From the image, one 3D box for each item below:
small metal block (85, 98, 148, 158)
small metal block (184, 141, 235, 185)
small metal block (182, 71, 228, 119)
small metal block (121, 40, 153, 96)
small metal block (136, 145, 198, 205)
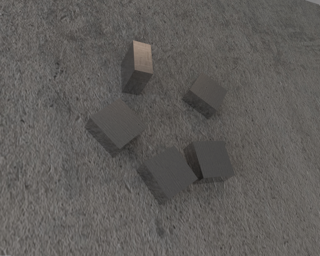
[{"bbox_3d":[-0.053,-0.001,0.376,0.050,0.025,0.050,46,51,4],"label":"small metal block"},{"bbox_3d":[0.065,0.045,0.411,0.050,0.025,0.050,0,62,-28],"label":"small metal block"},{"bbox_3d":[0.069,-0.050,0.471,0.050,0.025,0.050,37,51,-4],"label":"small metal block"},{"bbox_3d":[-0.032,-0.080,0.419,0.025,0.050,0.050,9,58,-24],"label":"small metal block"},{"bbox_3d":[0.009,0.056,0.374,0.050,0.025,0.050,-27,76,-37],"label":"small metal block"}]
